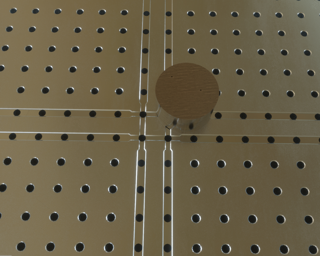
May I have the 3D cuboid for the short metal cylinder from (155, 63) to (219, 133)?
[{"bbox_3d":[0.034,-0.039,0.413,0.081,0.050,0.080,0,70,0],"label":"short metal cylinder"}]
